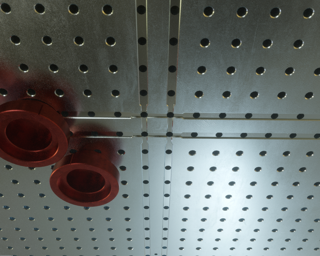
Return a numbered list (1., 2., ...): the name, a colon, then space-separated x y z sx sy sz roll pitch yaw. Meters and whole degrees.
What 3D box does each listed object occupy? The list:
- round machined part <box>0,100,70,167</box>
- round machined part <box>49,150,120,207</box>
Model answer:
1. round machined part: -0.166 0.003 0.399 0.099 0.042 0.097 -2 131 -2
2. round machined part: -0.108 0.071 0.459 0.099 0.042 0.097 0 130 0
